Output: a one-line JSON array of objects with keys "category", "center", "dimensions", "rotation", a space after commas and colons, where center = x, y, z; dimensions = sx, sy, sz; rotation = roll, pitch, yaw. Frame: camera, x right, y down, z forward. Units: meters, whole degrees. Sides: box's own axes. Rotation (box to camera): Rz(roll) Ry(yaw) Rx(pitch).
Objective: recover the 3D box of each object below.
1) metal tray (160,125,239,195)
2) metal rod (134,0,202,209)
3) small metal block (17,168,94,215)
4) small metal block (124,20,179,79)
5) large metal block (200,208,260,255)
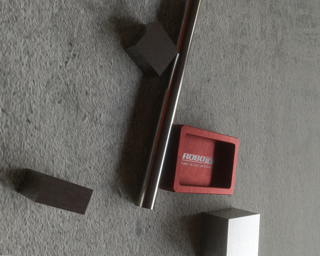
[{"category": "metal tray", "center": [0.062, 0.049, 0.455], "dimensions": [0.131, 0.030, 0.090], "rotation": [13, 82, -40]}, {"category": "metal rod", "center": [0.014, -0.043, 0.418], "dimensions": [0.025, 0.025, 0.299], "rotation": [22, 76, -38]}, {"category": "small metal block", "center": [-0.103, 0.062, 0.304], "dimensions": [0.050, 0.050, 0.025], "rotation": [29, 72, -37]}, {"category": "small metal block", "center": [-0.010, -0.100, 0.398], "dimensions": [0.050, 0.025, 0.050], "rotation": [49, 61, -29]}, {"category": "large metal block", "center": [0.110, 0.173, 0.484], "dimensions": [0.081, 0.050, 0.080], "rotation": [7, 86, -40]}]
